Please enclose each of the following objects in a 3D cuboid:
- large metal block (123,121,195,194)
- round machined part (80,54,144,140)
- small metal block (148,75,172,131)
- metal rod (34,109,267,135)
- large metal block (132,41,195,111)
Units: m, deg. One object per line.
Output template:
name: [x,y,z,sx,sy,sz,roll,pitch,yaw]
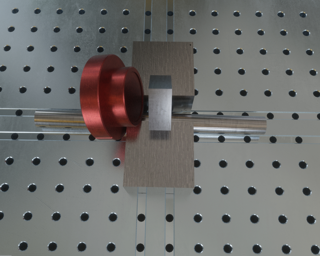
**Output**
large metal block: [0.000,0.037,0.385,0.081,0.050,0.080,1,70,0]
round machined part: [-0.048,-0.035,0.355,0.042,0.098,0.098,-1,69,15]
small metal block: [0.000,-0.031,0.363,0.025,0.050,0.050,1,26,0]
metal rod: [-0.012,-0.008,0.414,0.302,0.025,0.025,2,70,0]
large metal block: [0.004,-0.070,0.424,0.081,0.050,0.080,1,70,0]
